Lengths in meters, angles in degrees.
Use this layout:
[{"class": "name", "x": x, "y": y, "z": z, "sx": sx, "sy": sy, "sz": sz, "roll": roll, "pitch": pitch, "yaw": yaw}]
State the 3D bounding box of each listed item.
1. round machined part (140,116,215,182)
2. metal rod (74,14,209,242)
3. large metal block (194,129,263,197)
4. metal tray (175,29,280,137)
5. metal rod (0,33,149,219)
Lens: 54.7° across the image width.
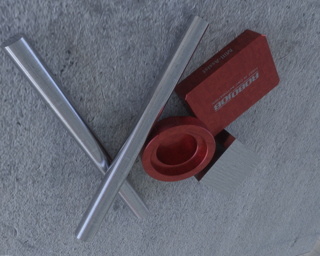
[{"class": "round machined part", "x": 0.020, "y": 0.023, "z": 0.414, "sx": 0.099, "sy": 0.042, "sz": 0.097, "roll": -9, "pitch": 129, "yaw": -11}, {"class": "metal rod", "x": -0.025, "y": 0.006, "z": 0.374, "sx": 0.025, "sy": 0.025, "sz": 0.299, "roll": 24, "pitch": 98, "yaw": -37}, {"class": "large metal block", "x": 0.096, "y": 0.050, "z": 0.476, "sx": 0.080, "sy": 0.050, "sz": 0.080, "roll": 33, "pitch": 100, "yaw": -39}, {"class": "metal tray", "x": 0.095, "y": -0.058, "z": 0.421, "sx": 0.130, "sy": 0.030, "sz": 0.090, "roll": -39, "pitch": 130, "yaw": -2}, {"class": "metal rod", "x": -0.082, "y": 0.023, "z": 0.377, "sx": 0.025, "sy": 0.025, "sz": 0.299, "roll": -33, "pitch": 129, "yaw": -7}]
